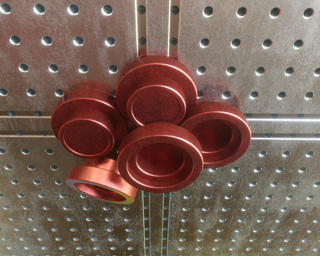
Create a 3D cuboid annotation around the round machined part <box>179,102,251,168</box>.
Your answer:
[{"bbox_3d":[0.064,0.005,0.404,0.099,0.042,0.097,0,130,0],"label":"round machined part"}]

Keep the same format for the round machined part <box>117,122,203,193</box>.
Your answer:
[{"bbox_3d":[0.000,0.031,0.370,0.099,0.042,0.097,0,130,0],"label":"round machined part"}]

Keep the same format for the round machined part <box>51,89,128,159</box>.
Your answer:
[{"bbox_3d":[-0.091,0.002,0.401,0.099,0.042,0.097,0,130,0],"label":"round machined part"}]

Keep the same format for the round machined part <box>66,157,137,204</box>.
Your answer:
[{"bbox_3d":[-0.079,0.073,0.444,0.098,0.042,0.098,12,154,6],"label":"round machined part"}]

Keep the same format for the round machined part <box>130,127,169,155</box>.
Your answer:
[{"bbox_3d":[-0.004,0.041,0.435,0.099,0.042,0.097,0,130,0],"label":"round machined part"}]

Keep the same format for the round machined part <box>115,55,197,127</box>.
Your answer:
[{"bbox_3d":[-0.004,-0.034,0.372,0.099,0.042,0.097,0,130,0],"label":"round machined part"}]
